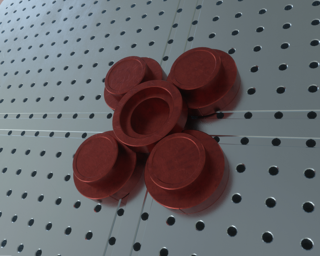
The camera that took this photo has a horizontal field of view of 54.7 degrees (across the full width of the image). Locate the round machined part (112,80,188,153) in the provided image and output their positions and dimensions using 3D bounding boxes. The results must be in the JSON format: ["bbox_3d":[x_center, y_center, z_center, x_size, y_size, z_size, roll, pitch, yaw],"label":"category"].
[{"bbox_3d":[-0.009,-0.012,0.406,0.098,0.042,0.098,-13,56,20],"label":"round machined part"}]

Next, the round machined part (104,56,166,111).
[{"bbox_3d":[-0.042,-0.067,0.458,0.098,0.042,0.098,-13,56,20],"label":"round machined part"}]

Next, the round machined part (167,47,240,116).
[{"bbox_3d":[0.052,-0.068,0.410,0.098,0.042,0.098,-13,56,20],"label":"round machined part"}]

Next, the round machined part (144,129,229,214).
[{"bbox_3d":[0.025,0.044,0.355,0.098,0.042,0.098,-13,56,20],"label":"round machined part"}]

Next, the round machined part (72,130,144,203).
[{"bbox_3d":[-0.074,0.046,0.407,0.098,0.042,0.098,-13,56,20],"label":"round machined part"}]
